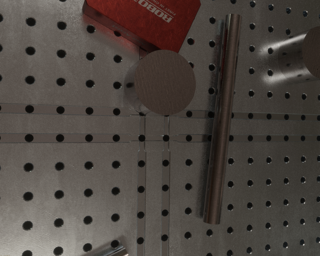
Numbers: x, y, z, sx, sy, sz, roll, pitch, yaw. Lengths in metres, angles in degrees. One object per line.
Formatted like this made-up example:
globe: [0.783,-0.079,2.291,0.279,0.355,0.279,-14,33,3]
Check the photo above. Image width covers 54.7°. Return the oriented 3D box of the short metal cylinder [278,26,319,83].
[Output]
short metal cylinder: [0.236,-0.113,0.489,0.081,0.050,0.079,0,90,-21]

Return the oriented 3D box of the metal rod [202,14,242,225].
metal rod: [0.090,-0.014,0.447,0.025,0.025,0.298,8,87,-20]

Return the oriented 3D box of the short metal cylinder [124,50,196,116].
short metal cylinder: [-0.001,-0.056,0.400,0.081,0.050,0.079,0,90,-20]

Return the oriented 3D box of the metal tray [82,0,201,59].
metal tray: [-0.021,-0.159,0.403,0.131,0.030,0.090,27,81,-18]

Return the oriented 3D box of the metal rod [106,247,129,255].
metal rod: [-0.175,0.215,0.348,0.302,0.025,0.025,-21,97,-19]
